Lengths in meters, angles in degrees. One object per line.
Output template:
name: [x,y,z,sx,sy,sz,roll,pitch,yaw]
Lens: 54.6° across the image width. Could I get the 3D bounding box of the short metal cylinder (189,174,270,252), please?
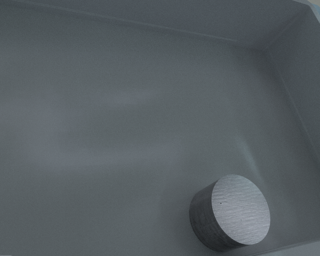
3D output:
short metal cylinder: [0.083,0.102,0.371,0.081,0.050,0.080,13,56,-21]
